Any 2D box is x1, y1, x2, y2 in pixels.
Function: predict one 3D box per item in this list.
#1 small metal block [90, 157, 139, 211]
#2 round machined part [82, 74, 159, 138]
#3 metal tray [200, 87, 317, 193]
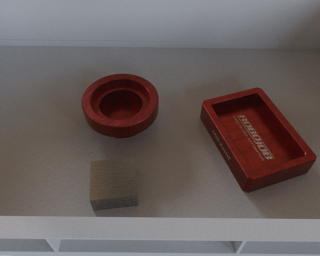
[{"bbox_3d":[-0.052,0.063,0.352,0.050,0.025,0.050,-5,50,-5],"label":"small metal block"},{"bbox_3d":[-0.051,-0.025,0.415,0.099,0.042,0.098,0,50,0],"label":"round machined part"},{"bbox_3d":[0.119,0.009,0.395,0.091,0.030,0.130,-15,52,-13],"label":"metal tray"}]
